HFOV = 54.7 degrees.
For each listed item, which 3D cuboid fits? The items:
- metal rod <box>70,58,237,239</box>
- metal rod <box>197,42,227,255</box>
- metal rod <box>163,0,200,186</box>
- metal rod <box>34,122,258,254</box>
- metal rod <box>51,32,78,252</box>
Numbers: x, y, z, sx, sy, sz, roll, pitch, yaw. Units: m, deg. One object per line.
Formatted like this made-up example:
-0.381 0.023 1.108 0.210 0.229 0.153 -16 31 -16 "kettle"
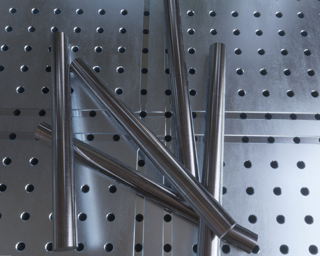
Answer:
-0.024 0.007 0.379 0.025 0.025 0.300 -38 64 -13 "metal rod"
0.068 0.016 0.390 0.025 0.025 0.299 7 64 2 "metal rod"
0.027 -0.061 0.427 0.025 0.025 0.299 -3 67 -2 "metal rod"
-0.024 0.069 0.386 0.301 0.025 0.025 27 72 9 "metal rod"
-0.122 -0.005 0.387 0.025 0.025 0.299 -9 61 -4 "metal rod"
